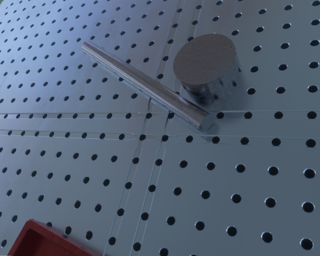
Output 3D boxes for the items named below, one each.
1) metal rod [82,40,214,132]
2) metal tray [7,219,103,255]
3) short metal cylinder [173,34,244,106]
[{"bbox_3d":[-0.037,-0.077,0.472,0.025,0.025,0.300,-48,52,-6],"label":"metal rod"},{"bbox_3d":[-0.130,0.174,0.364,0.130,0.030,0.090,13,68,33],"label":"metal tray"},{"bbox_3d":[0.064,-0.075,0.404,0.080,0.050,0.080,-13,57,20],"label":"short metal cylinder"}]
